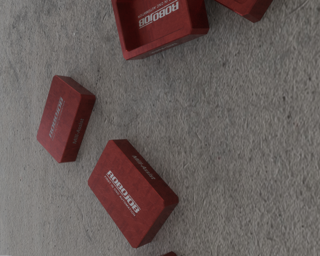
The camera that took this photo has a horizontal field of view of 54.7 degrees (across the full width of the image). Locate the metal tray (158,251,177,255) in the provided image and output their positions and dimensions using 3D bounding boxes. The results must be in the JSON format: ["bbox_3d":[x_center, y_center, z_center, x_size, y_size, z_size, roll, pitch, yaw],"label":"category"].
[{"bbox_3d":[0.004,0.238,0.399,0.090,0.030,0.130,-35,68,34],"label":"metal tray"}]

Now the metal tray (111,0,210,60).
[{"bbox_3d":[-0.005,-0.142,0.380,0.130,0.030,0.089,-6,98,50],"label":"metal tray"}]

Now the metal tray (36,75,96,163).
[{"bbox_3d":[-0.166,-0.016,0.539,0.090,0.030,0.129,35,111,34],"label":"metal tray"}]

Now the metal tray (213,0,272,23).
[{"bbox_3d":[0.076,-0.185,0.338,0.130,0.030,0.089,44,117,31],"label":"metal tray"}]

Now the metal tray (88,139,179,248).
[{"bbox_3d":[-0.043,0.088,0.438,0.130,0.030,0.089,45,117,30],"label":"metal tray"}]
